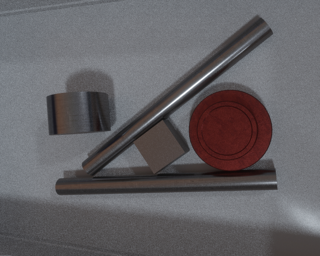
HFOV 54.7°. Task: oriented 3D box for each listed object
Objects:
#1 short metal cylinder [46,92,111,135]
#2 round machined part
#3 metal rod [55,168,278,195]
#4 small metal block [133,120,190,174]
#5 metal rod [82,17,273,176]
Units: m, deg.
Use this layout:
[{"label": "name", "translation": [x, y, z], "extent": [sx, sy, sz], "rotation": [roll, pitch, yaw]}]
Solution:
[{"label": "short metal cylinder", "translation": [-0.109, -0.018, 0.417], "extent": [0.080, 0.080, 0.050], "rotation": [-5, 89, 19]}, {"label": "round machined part", "translation": [0.082, 0.003, 0.369], "extent": [0.098, 0.042, 0.097], "rotation": [0, 90, 19]}, {"label": "metal rod", "translation": [-0.006, 0.073, 0.410], "extent": [0.301, 0.025, 0.025], "rotation": [-6, 88, 19]}, {"label": "small metal block", "translation": [0.002, 0.024, 0.407], "extent": [0.050, 0.025, 0.050], "rotation": [-37, 79, 16]}, {"label": "metal rod", "translation": [0.012, -0.031, 0.404], "extent": [0.300, 0.025, 0.025], "rotation": [-38, 78, 15]}]
